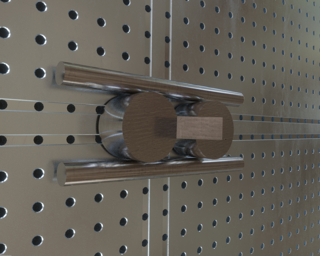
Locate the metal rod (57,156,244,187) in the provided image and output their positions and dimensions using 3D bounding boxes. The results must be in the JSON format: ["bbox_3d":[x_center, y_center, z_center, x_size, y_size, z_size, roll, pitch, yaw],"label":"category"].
[{"bbox_3d":[0.014,0.054,0.417,0.302,0.025,0.025,3,88,-40],"label":"metal rod"}]

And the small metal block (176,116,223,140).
[{"bbox_3d":[0.047,0.001,0.368,0.050,0.050,0.025,22,70,-83],"label":"small metal block"}]

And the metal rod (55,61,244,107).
[{"bbox_3d":[0.013,-0.052,0.416,0.302,0.025,0.025,2,89,-40],"label":"metal rod"}]

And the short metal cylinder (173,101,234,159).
[{"bbox_3d":[0.059,0.003,0.439,0.081,0.050,0.079,0,90,-40],"label":"short metal cylinder"}]

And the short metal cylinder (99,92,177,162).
[{"bbox_3d":[-0.025,-0.001,0.368,0.081,0.050,0.079,0,90,-40],"label":"short metal cylinder"}]
